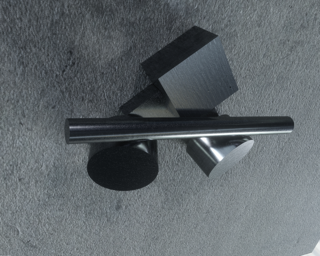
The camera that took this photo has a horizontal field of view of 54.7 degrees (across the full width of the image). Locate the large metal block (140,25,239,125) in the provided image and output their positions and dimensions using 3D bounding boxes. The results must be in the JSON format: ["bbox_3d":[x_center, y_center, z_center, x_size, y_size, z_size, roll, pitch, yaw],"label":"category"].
[{"bbox_3d":[0.037,-0.061,0.372,0.080,0.050,0.080,-36,129,-4],"label":"large metal block"}]

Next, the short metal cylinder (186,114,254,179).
[{"bbox_3d":[0.084,0.027,0.437,0.080,0.050,0.080,-31,154,-17],"label":"short metal cylinder"}]

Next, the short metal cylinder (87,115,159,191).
[{"bbox_3d":[-0.043,0.031,0.369,0.081,0.050,0.079,-2,133,-2],"label":"short metal cylinder"}]

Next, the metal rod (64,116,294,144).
[{"bbox_3d":[0.045,-0.001,0.366,0.303,0.025,0.025,-2,119,-28],"label":"metal rod"}]

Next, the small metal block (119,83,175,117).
[{"bbox_3d":[-0.015,-0.019,0.389,0.050,0.025,0.050,-38,129,-4],"label":"small metal block"}]

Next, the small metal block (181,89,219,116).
[{"bbox_3d":[0.049,-0.017,0.424,0.050,0.025,0.050,-37,129,-3],"label":"small metal block"}]
